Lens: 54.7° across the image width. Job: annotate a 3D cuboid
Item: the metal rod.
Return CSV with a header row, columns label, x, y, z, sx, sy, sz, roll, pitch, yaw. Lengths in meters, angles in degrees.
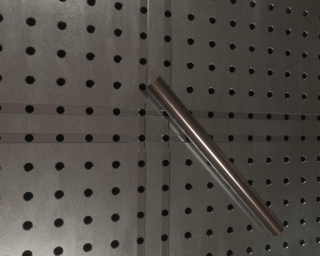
label,x,y,z,sx,sy,sz,roll,pitch,yaw
metal rod,0.085,0.048,0.445,0.025,0.025,0.300,-45,104,-15
